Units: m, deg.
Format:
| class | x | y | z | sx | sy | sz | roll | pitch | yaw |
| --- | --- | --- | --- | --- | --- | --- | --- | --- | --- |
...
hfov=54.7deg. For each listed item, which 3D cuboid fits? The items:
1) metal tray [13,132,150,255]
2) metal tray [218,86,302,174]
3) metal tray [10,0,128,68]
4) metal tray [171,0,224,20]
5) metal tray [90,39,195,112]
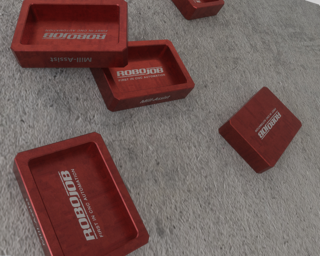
| class | x | y | z | sx | sy | sz | roll | pitch | yaw |
| --- | --- | --- | --- | --- | --- | --- | --- | --- | --- |
| metal tray | -0.079 | 0.075 | 0.311 | 0.091 | 0.030 | 0.130 | -17 | 71 | -35 |
| metal tray | 0.161 | -0.001 | 0.488 | 0.090 | 0.030 | 0.131 | 48 | 51 | 5 |
| metal tray | -0.106 | -0.119 | 0.385 | 0.131 | 0.030 | 0.090 | -1 | 60 | -4 |
| metal tray | 0.053 | -0.270 | 0.592 | 0.091 | 0.030 | 0.130 | -25 | 75 | -37 |
| metal tray | -0.025 | -0.078 | 0.433 | 0.131 | 0.030 | 0.090 | -14 | 69 | -34 |
